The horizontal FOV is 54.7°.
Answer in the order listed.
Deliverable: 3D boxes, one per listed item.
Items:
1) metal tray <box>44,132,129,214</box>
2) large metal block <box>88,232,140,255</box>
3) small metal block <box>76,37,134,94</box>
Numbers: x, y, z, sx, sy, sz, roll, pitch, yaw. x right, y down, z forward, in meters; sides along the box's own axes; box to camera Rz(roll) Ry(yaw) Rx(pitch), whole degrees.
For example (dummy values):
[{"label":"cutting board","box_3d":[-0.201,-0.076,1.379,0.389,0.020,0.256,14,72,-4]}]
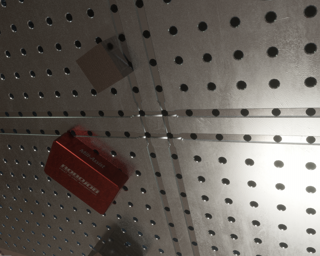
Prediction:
[{"label":"metal tray","box_3d":[-0.127,0.078,0.521,0.130,0.030,0.089,35,129,4]},{"label":"large metal block","box_3d":[-0.093,0.261,0.603,0.080,0.050,0.080,43,129,-2]},{"label":"small metal block","box_3d":[-0.071,-0.080,0.398,0.050,0.025,0.050,-23,106,36]}]
